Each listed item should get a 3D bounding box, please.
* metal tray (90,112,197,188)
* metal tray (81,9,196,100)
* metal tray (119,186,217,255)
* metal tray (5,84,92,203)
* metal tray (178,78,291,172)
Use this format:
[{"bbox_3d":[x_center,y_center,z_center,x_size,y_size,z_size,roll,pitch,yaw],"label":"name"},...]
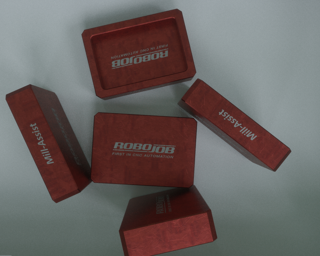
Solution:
[{"bbox_3d":[-0.020,0.028,0.406,0.131,0.030,0.089,3,90,-1],"label":"metal tray"},{"bbox_3d":[-0.027,-0.095,0.407,0.131,0.030,0.089,-13,90,-1],"label":"metal tray"},{"bbox_3d":[0.007,0.101,0.356,0.091,0.130,0.030,-12,91,-1],"label":"metal tray"},{"bbox_3d":[-0.127,0.017,0.375,0.030,0.090,0.129,-25,91,-1],"label":"metal tray"},{"bbox_3d":[0.084,-0.004,0.377,0.130,0.090,0.030,38,91,-1],"label":"metal tray"}]
